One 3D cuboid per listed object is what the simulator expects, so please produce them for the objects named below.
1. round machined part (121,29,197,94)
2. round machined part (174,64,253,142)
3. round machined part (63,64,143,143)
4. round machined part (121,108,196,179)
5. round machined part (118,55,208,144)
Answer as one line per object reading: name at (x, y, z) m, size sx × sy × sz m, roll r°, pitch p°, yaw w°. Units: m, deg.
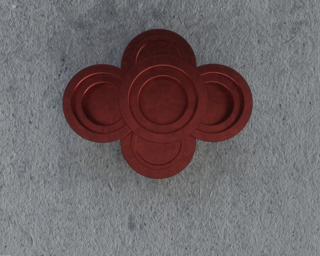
round machined part at (-0.001, -0.081, 0.402) m, size 0.099 × 0.042 × 0.097 m, roll 0°, pitch 90°, yaw -1°
round machined part at (0.066, -0.031, 0.403) m, size 0.099 × 0.042 × 0.097 m, roll 0°, pitch 90°, yaw -1°
round machined part at (-0.071, -0.030, 0.402) m, size 0.099 × 0.042 × 0.097 m, roll 0°, pitch 90°, yaw -1°
round machined part at (-0.002, 0.018, 0.402) m, size 0.099 × 0.042 × 0.097 m, roll 0°, pitch 90°, yaw -1°
round machined part at (0.003, -0.031, 0.360) m, size 0.099 × 0.042 × 0.097 m, roll 0°, pitch 90°, yaw -1°
